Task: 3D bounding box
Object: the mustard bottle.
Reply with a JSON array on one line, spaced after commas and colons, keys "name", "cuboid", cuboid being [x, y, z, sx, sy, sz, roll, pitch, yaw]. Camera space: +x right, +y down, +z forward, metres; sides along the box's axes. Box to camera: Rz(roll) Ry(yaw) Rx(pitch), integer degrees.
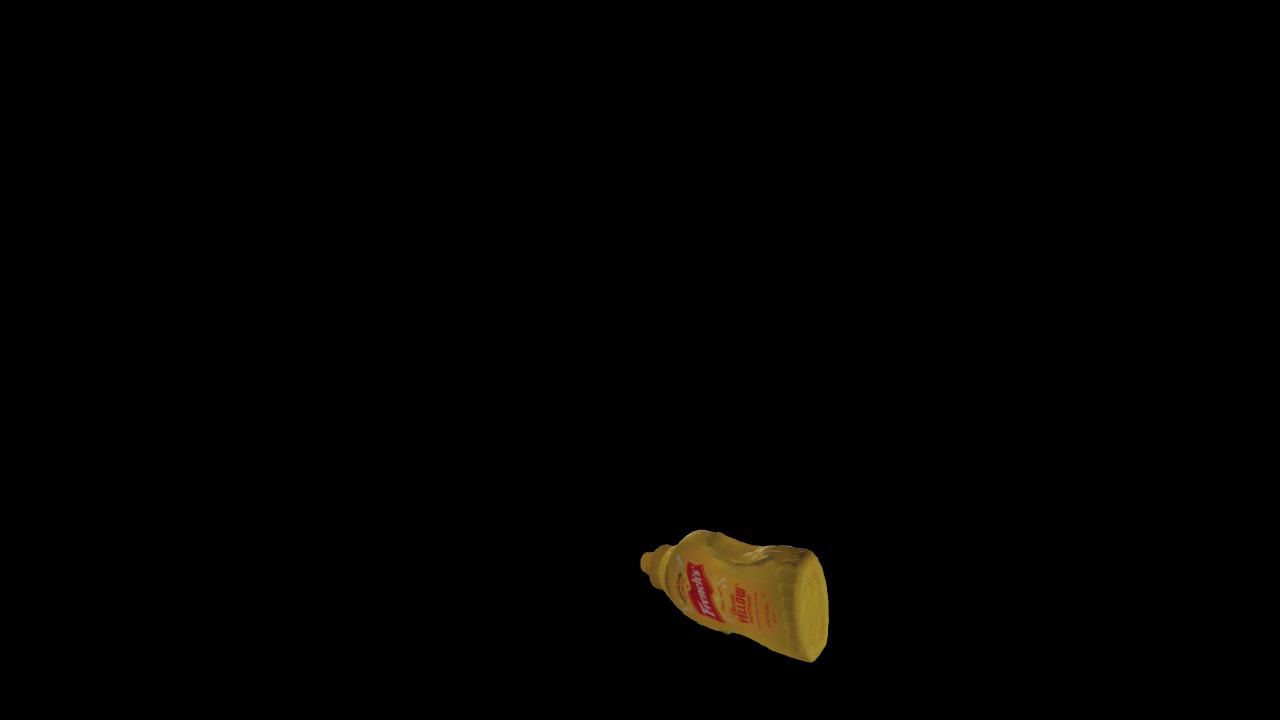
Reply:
[{"name": "mustard bottle", "cuboid": [0.073, 0.199, 0.552, 0.184, 0.092, 0.054, -1, 18, 42]}]
